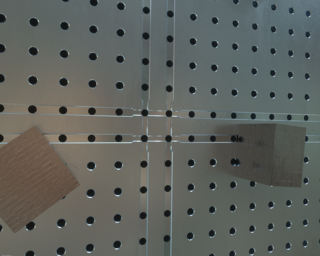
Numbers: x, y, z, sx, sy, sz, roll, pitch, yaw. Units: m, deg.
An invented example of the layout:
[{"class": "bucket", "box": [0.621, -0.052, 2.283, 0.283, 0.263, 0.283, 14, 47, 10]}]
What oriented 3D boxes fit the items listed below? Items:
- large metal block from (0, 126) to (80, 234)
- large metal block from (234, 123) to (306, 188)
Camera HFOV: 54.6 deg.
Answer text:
[{"class": "large metal block", "box": [-0.149, 0.053, 0.345, 0.080, 0.050, 0.080, -37, 102, -16]}, {"class": "large metal block", "box": [0.154, 0.036, 0.440, 0.050, 0.080, 0.080, 7, 88, -20]}]
